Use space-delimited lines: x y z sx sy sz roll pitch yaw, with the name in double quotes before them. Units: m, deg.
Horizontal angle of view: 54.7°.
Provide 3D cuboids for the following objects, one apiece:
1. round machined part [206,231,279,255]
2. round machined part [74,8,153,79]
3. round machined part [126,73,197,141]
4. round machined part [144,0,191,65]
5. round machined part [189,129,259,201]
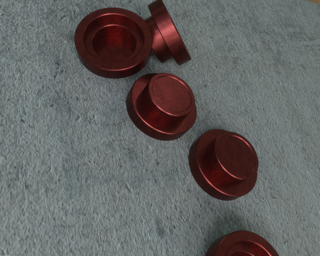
"round machined part" 0.088 0.167 0.338 0.099 0.042 0.098 14 56 -21
"round machined part" -0.060 -0.108 0.412 0.099 0.042 0.098 2 68 -6
"round machined part" 0.008 -0.035 0.418 0.099 0.042 0.098 14 56 -21
"round machined part" 0.006 -0.135 0.457 0.098 0.042 0.098 59 12 -20
"round machined part" 0.091 0.044 0.415 0.099 0.042 0.098 14 56 -21
